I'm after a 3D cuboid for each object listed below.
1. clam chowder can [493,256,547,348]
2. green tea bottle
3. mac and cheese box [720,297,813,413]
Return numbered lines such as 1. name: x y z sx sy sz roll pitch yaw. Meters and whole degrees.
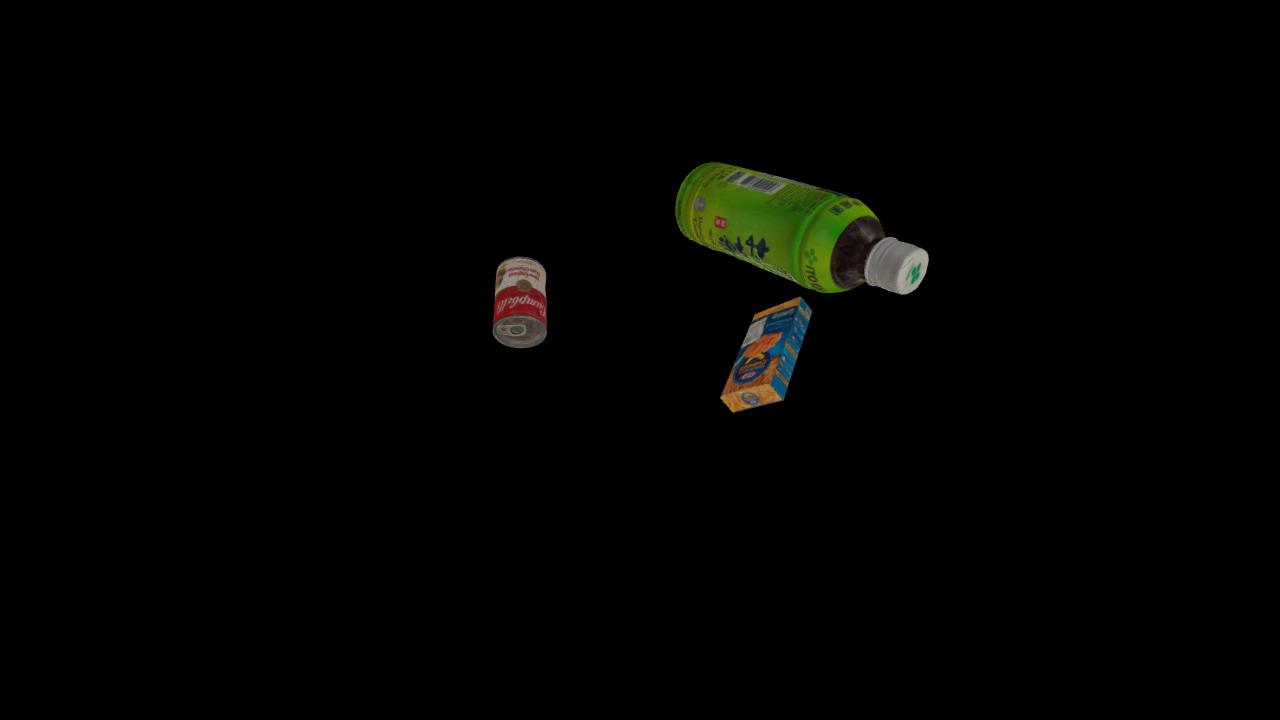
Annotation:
1. clam chowder can: -0.155 -0.075 0.798 0.068 0.102 0.068 -4 -34 -3
2. green tea bottle: 0.111 -0.097 0.456 0.073 0.073 0.212 0 22 -34
3. mac and cheese box: 0.190 -0.010 0.914 0.093 0.184 0.041 -19 -58 44
